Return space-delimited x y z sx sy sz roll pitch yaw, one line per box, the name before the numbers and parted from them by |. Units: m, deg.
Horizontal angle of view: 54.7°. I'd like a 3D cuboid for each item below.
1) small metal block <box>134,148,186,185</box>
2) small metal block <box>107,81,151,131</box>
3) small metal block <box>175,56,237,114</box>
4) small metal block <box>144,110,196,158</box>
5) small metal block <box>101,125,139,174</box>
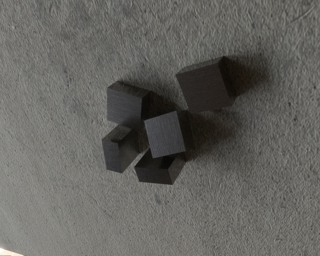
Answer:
small metal block | 0.001 0.050 0.420 0.050 0.050 0.025 0 120 28
small metal block | -0.042 -0.029 0.411 0.050 0.025 0.050 18 126 17
small metal block | 0.053 -0.048 0.350 0.050 0.025 0.050 -10 113 32
small metal block | 0.012 0.008 0.393 0.050 0.025 0.050 -16 85 34
small metal block | -0.054 0.027 0.436 0.025 0.050 0.050 11 123 23
